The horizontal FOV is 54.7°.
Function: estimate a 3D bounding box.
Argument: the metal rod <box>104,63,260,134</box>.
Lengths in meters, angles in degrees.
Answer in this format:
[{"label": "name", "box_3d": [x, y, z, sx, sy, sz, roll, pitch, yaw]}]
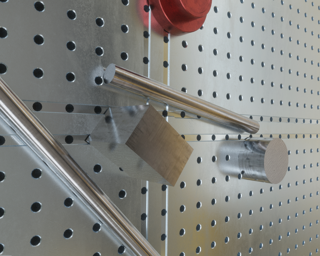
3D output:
[{"label": "metal rod", "box_3d": [0.054, -0.032, 0.456, 0.302, 0.025, 0.025, 15, 80, -39]}]

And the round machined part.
[{"label": "round machined part", "box_3d": [0.035, -0.182, 0.429, 0.099, 0.042, 0.097, 0, 90, -40]}]

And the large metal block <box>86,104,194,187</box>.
[{"label": "large metal block", "box_3d": [-0.023, 0.020, 0.356, 0.080, 0.080, 0.050, 46, 63, -31]}]

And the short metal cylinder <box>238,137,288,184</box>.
[{"label": "short metal cylinder", "box_3d": [0.185, 0.056, 0.552, 0.081, 0.050, 0.079, 0, 90, -40]}]

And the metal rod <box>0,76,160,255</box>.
[{"label": "metal rod", "box_3d": [-0.083, 0.067, 0.341, 0.025, 0.025, 0.299, -49, 119, -29]}]
